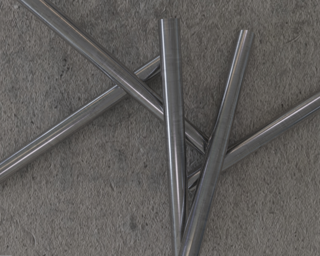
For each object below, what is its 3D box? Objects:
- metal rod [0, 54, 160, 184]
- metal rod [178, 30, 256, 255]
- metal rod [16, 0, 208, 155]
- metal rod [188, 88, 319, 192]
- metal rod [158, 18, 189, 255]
[{"bbox_3d":[-0.115,-0.006,0.408,0.301,0.025,0.025,-34,90,0],"label":"metal rod"},{"bbox_3d":[0.073,0.018,0.389,0.025,0.025,0.299,16,82,0],"label":"metal rod"},{"bbox_3d":[-0.051,-0.068,0.379,0.300,0.025,0.025,40,90,-12],"label":"metal rod"},{"bbox_3d":[0.162,-0.006,0.410,0.301,0.025,0.025,-32,90,0],"label":"metal rod"},{"bbox_3d":[0.019,0.024,0.379,0.025,0.025,0.298,-4,102,0],"label":"metal rod"}]
